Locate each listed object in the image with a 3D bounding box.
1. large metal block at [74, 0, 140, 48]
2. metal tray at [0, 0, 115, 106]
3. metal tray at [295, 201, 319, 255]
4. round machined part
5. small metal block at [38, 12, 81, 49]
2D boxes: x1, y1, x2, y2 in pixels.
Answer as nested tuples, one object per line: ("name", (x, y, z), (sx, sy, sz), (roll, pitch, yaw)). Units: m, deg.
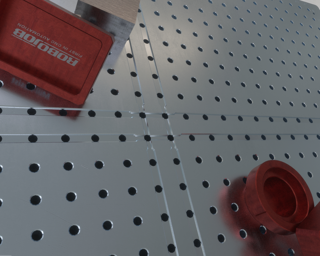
("large metal block", (-0.078, -0.178, 0.459), (0.081, 0.050, 0.080), (18, 55, -18))
("metal tray", (-0.129, -0.094, 0.354), (0.131, 0.090, 0.030), (26, 17, -12))
("metal tray", (0.227, 0.166, 0.396), (0.091, 0.030, 0.129), (-25, 97, -37))
("round machined part", (0.157, 0.096, 0.423), (0.099, 0.042, 0.098), (14, 56, -21))
("small metal block", (-0.131, -0.121, 0.396), (0.050, 0.050, 0.025), (1, 61, -28))
